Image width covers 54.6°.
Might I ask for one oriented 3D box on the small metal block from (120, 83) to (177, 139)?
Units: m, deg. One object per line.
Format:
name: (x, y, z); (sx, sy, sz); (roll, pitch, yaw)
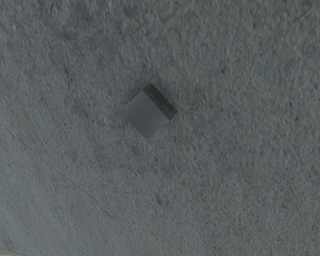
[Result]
small metal block: (-0.015, -0.022, 0.402); (0.050, 0.025, 0.050); (48, 129, -6)
